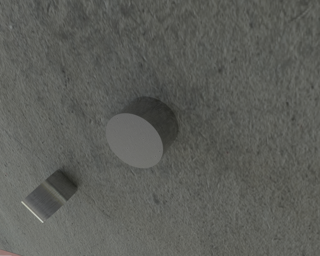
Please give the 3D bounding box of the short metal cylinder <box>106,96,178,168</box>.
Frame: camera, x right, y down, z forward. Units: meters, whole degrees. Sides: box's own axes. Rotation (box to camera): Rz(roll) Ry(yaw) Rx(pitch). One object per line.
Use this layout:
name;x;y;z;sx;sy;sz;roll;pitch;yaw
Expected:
short metal cylinder;-0.023;0.005;0.405;0.080;0.050;0.079;13;124;20

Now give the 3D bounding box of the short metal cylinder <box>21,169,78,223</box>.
short metal cylinder;-0.192;0.118;0.543;0.050;0.080;0.080;48;129;-6
